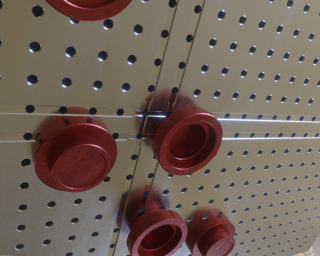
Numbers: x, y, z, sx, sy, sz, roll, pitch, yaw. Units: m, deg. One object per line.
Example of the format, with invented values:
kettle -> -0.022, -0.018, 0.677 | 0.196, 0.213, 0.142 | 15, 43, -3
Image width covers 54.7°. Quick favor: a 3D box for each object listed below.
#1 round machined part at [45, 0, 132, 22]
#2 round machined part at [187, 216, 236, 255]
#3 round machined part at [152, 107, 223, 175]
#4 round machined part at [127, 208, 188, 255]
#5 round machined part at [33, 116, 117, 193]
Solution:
round machined part -> -0.067, -0.148, 0.272 | 0.099, 0.042, 0.097 | -14, 125, -21
round machined part -> 0.105, 0.220, 0.597 | 0.099, 0.042, 0.097 | -14, 125, -21
round machined part -> 0.034, 0.014, 0.430 | 0.099, 0.042, 0.097 | -14, 125, -21
round machined part -> -0.008, 0.170, 0.503 | 0.099, 0.042, 0.097 | -14, 125, -21
round machined part -> -0.098, 0.038, 0.371 | 0.099, 0.042, 0.097 | -14, 125, -21
